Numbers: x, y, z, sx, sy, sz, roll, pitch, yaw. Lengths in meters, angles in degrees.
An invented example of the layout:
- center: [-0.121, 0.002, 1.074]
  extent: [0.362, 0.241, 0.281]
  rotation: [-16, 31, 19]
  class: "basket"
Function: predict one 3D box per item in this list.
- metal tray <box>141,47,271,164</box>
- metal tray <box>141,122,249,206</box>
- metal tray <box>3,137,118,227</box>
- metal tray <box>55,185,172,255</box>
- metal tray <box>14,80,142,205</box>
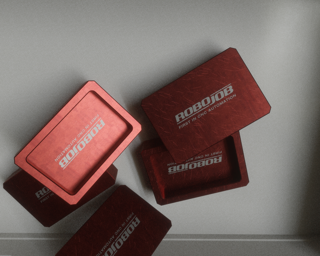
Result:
- center: [0.054, -0.026, 0.380]
  extent: [0.130, 0.030, 0.090]
  rotation: [-31, 90, 5]
  class: "metal tray"
- center: [0.048, 0.049, 0.427]
  extent: [0.131, 0.030, 0.089]
  rotation: [-14, 110, 4]
  class: "metal tray"
- center: [-0.137, 0.071, 0.433]
  extent: [0.130, 0.030, 0.090]
  rotation: [-35, 107, 11]
  class: "metal tray"
- center: [-0.056, 0.148, 0.399]
  extent: [0.090, 0.131, 0.030]
  rotation: [37, 140, 9]
  class: "metal tray"
- center: [-0.098, 0.017, 0.382]
  extent: [0.090, 0.030, 0.130]
  rotation: [44, 79, -18]
  class: "metal tray"
